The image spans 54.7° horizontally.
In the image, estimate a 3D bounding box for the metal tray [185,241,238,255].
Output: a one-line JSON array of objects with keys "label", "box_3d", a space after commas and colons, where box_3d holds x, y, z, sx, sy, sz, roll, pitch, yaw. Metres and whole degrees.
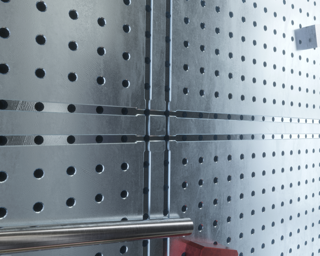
[{"label": "metal tray", "box_3d": [0.068, 0.243, 0.463, 0.090, 0.030, 0.130, 23, 75, -38]}]

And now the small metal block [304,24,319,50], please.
[{"label": "small metal block", "box_3d": [0.354, -0.208, 0.705, 0.050, 0.025, 0.050, -19, 102, -38]}]

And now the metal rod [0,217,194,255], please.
[{"label": "metal rod", "box_3d": [-0.076, 0.118, 0.345, 0.302, 0.025, 0.025, 11, 83, -39]}]
